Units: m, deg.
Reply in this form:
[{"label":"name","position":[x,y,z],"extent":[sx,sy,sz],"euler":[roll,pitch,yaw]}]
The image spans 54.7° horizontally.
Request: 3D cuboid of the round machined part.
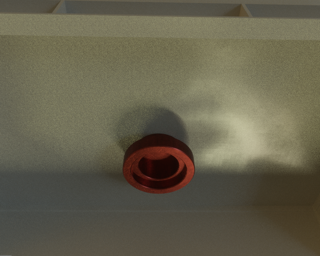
[{"label":"round machined part","position":[-0.002,0.046,0.437],"extent":[0.099,0.042,0.097],"euler":[-1,130,0]}]
